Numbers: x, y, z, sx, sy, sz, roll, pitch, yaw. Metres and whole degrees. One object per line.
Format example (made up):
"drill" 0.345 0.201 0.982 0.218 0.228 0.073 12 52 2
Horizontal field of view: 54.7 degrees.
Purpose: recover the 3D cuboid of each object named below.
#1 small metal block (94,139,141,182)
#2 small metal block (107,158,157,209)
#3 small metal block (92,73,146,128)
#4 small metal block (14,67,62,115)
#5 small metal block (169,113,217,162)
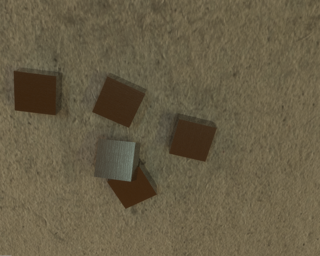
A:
"small metal block" -0.056 0.042 0.409 0.050 0.025 0.050 5 87 12
"small metal block" -0.038 0.079 0.438 0.050 0.025 0.050 -26 108 9
"small metal block" -0.052 -0.035 0.396 0.050 0.025 0.050 24 108 -9
"small metal block" -0.153 -0.046 0.391 0.050 0.025 0.050 7 110 -3
"small metal block" 0.042 0.013 0.415 0.050 0.025 0.050 13 110 -6
